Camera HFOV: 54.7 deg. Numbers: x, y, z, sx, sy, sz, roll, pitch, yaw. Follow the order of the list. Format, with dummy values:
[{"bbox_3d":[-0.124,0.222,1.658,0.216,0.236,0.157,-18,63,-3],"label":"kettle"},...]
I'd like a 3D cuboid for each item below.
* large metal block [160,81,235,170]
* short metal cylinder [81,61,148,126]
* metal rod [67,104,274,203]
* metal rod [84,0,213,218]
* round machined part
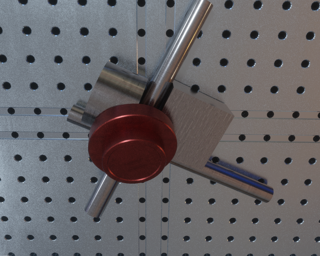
[{"bbox_3d":[0.034,-0.005,0.395,0.080,0.050,0.080,24,108,-9],"label":"large metal block"},{"bbox_3d":[-0.054,-0.033,0.371,0.050,0.080,0.080,24,108,-9],"label":"short metal cylinder"},{"bbox_3d":[0.021,0.038,0.427,0.302,0.025,0.025,23,108,-9],"label":"metal rod"},{"bbox_3d":[-0.019,-0.018,0.386,0.025,0.025,0.298,27,100,-10],"label":"metal rod"},{"bbox_3d":[-0.029,0.024,0.343,0.099,0.042,0.097,-5,130,-5],"label":"round machined part"}]
